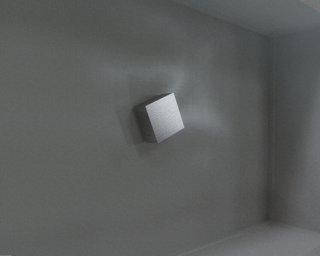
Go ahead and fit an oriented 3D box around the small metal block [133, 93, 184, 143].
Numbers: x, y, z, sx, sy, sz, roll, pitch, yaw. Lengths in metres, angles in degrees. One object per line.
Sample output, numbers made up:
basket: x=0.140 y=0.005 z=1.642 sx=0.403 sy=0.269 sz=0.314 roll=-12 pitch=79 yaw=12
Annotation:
small metal block: x=-0.001 y=-0.013 z=0.404 sx=0.050 sy=0.025 sz=0.050 roll=-30 pitch=109 yaw=-36
